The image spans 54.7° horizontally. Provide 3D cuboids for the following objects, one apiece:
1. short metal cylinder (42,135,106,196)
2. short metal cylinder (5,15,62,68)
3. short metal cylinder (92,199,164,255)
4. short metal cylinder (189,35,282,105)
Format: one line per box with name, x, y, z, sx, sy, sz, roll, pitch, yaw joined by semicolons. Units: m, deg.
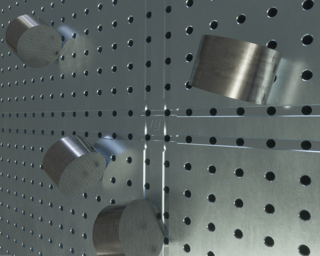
short metal cylinder;-0.131;0.058;0.479;0.050;0.081;0.079;36;112;34
short metal cylinder;-0.226;-0.155;0.556;0.050;0.081;0.079;40;114;32
short metal cylinder;-0.040;0.136;0.404;0.050;0.081;0.080;-21;77;38
short metal cylinder;0.074;-0.058;0.311;0.080;0.081;0.050;24;105;37
